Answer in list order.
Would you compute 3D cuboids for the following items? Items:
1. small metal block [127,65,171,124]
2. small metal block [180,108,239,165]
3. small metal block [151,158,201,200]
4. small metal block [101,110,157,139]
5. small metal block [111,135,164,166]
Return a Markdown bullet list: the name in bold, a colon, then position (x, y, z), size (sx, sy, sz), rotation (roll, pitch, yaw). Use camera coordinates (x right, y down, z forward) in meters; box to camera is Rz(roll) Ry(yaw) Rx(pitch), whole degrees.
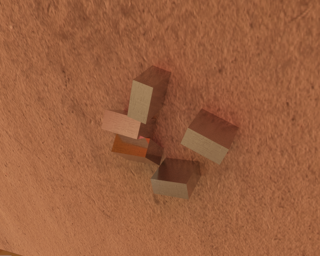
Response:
- **small metal block**: position (-0.013, -0.041, 0.371), size (0.025, 0.050, 0.050), rotation (23, 127, 14)
- **small metal block**: position (0.059, 0.009, 0.364), size (0.050, 0.050, 0.025), rotation (29, 128, 10)
- **small metal block**: position (0.023, 0.067, 0.419), size (0.050, 0.050, 0.025), rotation (4, 120, 26)
- **small metal block**: position (-0.039, -0.006, 0.402), size (0.050, 0.050, 0.025), rotation (16, 98, 19)
- **small metal block**: position (-0.029, 0.030, 0.422), size (0.050, 0.025, 0.050), rotation (7, 164, 24)
